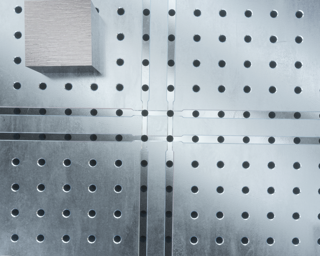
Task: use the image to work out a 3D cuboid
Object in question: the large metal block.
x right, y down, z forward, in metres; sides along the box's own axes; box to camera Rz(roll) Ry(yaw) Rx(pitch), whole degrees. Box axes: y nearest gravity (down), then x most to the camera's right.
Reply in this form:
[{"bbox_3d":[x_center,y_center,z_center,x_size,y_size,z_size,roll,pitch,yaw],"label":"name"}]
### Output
[{"bbox_3d":[-0.123,-0.115,0.400,0.080,0.050,0.080,-1,90,0],"label":"large metal block"}]
